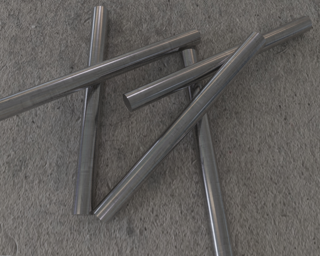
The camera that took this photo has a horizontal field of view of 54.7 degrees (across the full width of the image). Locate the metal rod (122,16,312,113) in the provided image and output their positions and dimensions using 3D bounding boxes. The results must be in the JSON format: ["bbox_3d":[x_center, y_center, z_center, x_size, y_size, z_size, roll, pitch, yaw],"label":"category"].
[{"bbox_3d":[0.090,-0.093,0.422,0.302,0.025,0.025,-26,72,-18],"label":"metal rod"}]

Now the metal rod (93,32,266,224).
[{"bbox_3d":[0.029,-0.005,0.387,0.025,0.025,0.300,40,83,13],"label":"metal rod"}]

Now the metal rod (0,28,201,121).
[{"bbox_3d":[-0.076,-0.074,0.409,0.302,0.025,0.025,-25,72,-19],"label":"metal rod"}]

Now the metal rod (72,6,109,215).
[{"bbox_3d":[-0.091,-0.037,0.420,0.025,0.025,0.299,0,70,0],"label":"metal rod"}]

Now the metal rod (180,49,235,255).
[{"bbox_3d":[0.058,0.032,0.396,0.025,0.025,0.299,-6,70,-2],"label":"metal rod"}]
